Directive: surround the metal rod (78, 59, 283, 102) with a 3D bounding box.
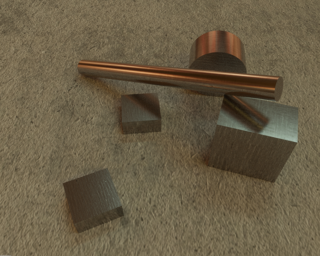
[{"bbox_3d":[0.000,-0.067,0.395,0.300,0.025,0.025,13,48,36],"label":"metal rod"}]

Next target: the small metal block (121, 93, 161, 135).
[{"bbox_3d":[-0.026,-0.020,0.420,0.050,0.025,0.050,-4,50,-4],"label":"small metal block"}]

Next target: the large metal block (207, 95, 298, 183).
[{"bbox_3d":[0.104,0.012,0.359,0.080,0.080,0.050,13,51,10],"label":"large metal block"}]

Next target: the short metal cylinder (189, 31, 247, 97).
[{"bbox_3d":[0.082,-0.091,0.445,0.080,0.080,0.050,5,50,4],"label":"short metal cylinder"}]

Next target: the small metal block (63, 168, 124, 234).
[{"bbox_3d":[-0.072,0.078,0.337,0.050,0.025,0.050,-18,53,-15],"label":"small metal block"}]
